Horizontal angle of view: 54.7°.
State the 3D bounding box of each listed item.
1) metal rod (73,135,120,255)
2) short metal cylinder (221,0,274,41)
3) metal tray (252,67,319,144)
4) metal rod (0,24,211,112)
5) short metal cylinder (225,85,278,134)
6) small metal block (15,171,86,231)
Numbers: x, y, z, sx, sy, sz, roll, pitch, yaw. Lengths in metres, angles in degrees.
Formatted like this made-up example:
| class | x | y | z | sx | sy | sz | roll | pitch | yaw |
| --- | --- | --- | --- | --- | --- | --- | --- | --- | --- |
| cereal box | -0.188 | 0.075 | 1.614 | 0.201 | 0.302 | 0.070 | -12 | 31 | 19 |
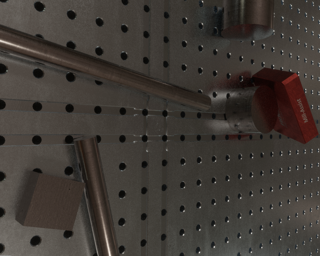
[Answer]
| class | x | y | z | sx | sy | sz | roll | pitch | yaw |
| --- | --- | --- | --- | --- | --- | --- | --- | --- | --- |
| metal rod | -0.058 | 0.156 | 0.362 | 0.025 | 0.025 | 0.298 | -16 | 101 | -39 |
| short metal cylinder | 0.139 | -0.175 | 0.492 | 0.081 | 0.080 | 0.050 | 4 | 88 | -40 |
| metal tray | 0.223 | -0.041 | 0.554 | 0.030 | 0.090 | 0.130 | -34 | 114 | -6 |
| metal rod | -0.046 | -0.061 | 0.372 | 0.302 | 0.025 | 0.025 | 12 | 83 | -40 |
| short metal cylinder | 0.157 | -0.031 | 0.528 | 0.081 | 0.050 | 0.079 | 0 | 90 | -40 |
| small metal block | -0.111 | 0.075 | 0.317 | 0.050 | 0.025 | 0.050 | 22 | 76 | -38 |
